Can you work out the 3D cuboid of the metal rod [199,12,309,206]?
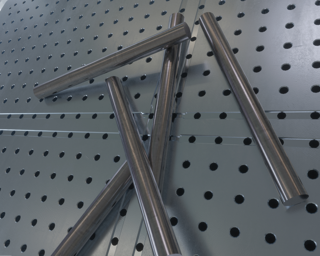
[{"bbox_3d":[0.101,-0.048,0.385,0.025,0.025,0.300,-24,53,14],"label":"metal rod"}]

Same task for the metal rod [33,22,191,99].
[{"bbox_3d":[-0.091,-0.101,0.500,0.300,0.025,0.025,-16,55,26],"label":"metal rod"}]

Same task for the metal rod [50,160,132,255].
[{"bbox_3d":[-0.121,0.160,0.374,0.025,0.025,0.300,31,78,38],"label":"metal rod"}]

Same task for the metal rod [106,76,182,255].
[{"bbox_3d":[-0.033,0.024,0.385,0.025,0.025,0.300,-32,43,8],"label":"metal rod"}]

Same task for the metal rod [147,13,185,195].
[{"bbox_3d":[0.008,-0.046,0.433,0.025,0.025,0.300,-6,59,25],"label":"metal rod"}]
